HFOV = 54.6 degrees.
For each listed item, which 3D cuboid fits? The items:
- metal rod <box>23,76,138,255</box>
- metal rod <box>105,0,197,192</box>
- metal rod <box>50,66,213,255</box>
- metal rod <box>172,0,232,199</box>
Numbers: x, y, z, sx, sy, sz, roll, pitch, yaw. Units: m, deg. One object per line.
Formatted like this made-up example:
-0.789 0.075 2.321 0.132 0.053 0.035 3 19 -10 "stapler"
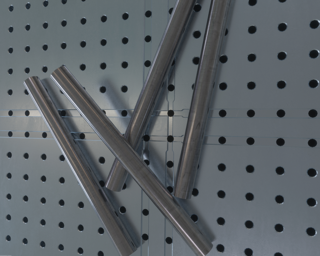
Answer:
-0.121 0.050 0.456 0.025 0.025 0.299 -36 79 16 "metal rod"
-0.010 -0.054 0.416 0.025 0.025 0.299 25 98 18 "metal rod"
-0.038 0.041 0.401 0.025 0.025 0.300 -41 87 15 "metal rod"
0.057 -0.058 0.392 0.025 0.025 0.298 12 94 19 "metal rod"
